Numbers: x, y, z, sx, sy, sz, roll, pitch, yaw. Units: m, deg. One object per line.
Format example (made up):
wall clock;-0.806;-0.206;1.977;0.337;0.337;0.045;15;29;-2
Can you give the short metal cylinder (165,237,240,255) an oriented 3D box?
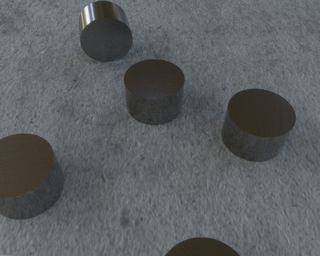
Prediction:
short metal cylinder;0.036;0.143;0.267;0.081;0.050;0.080;0;50;0

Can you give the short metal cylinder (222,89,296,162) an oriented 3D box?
short metal cylinder;0.122;-0.004;0.392;0.081;0.050;0.080;0;50;0

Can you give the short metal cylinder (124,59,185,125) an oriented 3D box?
short metal cylinder;-0.008;-0.051;0.429;0.081;0.050;0.080;0;50;0

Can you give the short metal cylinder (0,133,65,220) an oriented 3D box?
short metal cylinder;-0.152;0.053;0.341;0.081;0.050;0.080;0;50;0

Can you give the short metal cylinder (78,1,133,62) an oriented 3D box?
short metal cylinder;-0.088;-0.153;0.495;0.081;0.080;0.050;-9;51;-8
